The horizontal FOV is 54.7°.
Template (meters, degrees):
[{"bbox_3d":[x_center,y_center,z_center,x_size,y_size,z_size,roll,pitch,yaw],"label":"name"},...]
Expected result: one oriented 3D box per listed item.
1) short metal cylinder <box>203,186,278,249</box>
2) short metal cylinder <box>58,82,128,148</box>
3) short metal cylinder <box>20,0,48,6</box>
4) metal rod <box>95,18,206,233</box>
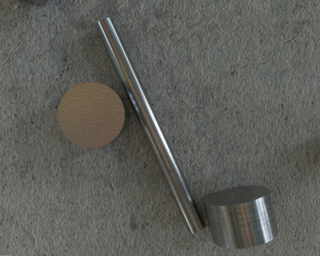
[{"bbox_3d":[0.099,0.107,0.383,0.080,0.080,0.050,-13,90,0],"label":"short metal cylinder"},{"bbox_3d":[-0.083,-0.016,0.397,0.081,0.050,0.079,0,90,0],"label":"short metal cylinder"},{"bbox_3d":[-0.172,-0.193,0.381,0.080,0.080,0.050,19,90,0],"label":"short metal cylinder"},{"bbox_3d":[-0.012,-0.003,0.409,0.025,0.025,0.299,-24,90,0],"label":"metal rod"}]
